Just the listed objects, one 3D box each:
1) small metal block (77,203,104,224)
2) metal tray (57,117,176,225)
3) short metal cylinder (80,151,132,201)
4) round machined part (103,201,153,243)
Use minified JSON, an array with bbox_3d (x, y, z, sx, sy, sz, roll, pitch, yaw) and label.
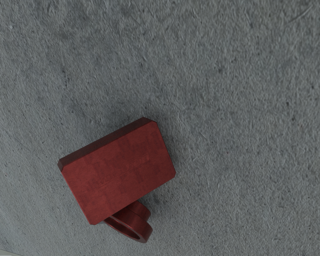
[{"bbox_3d":[-0.111,0.143,0.551,0.050,0.025,0.050,-17,110,34],"label":"small metal block"},{"bbox_3d":[-0.052,0.053,0.403,0.030,0.131,0.090,24,138,61],"label":"metal tray"},{"bbox_3d":[-0.079,0.077,0.459,0.080,0.080,0.050,17,125,18],"label":"short metal cylinder"},{"bbox_3d":[-0.054,0.139,0.493,0.098,0.042,0.098,24,151,15],"label":"round machined part"}]
